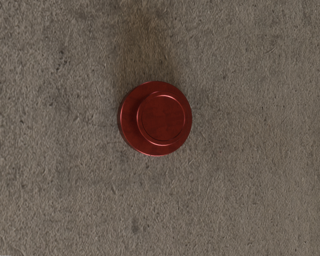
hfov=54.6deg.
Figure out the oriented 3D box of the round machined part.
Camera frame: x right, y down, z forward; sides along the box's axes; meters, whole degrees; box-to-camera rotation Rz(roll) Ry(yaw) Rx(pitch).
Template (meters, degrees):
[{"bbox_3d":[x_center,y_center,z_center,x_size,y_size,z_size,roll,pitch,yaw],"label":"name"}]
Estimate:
[{"bbox_3d":[-0.002,-0.012,0.399,0.099,0.042,0.097,0,90,-20],"label":"round machined part"}]
